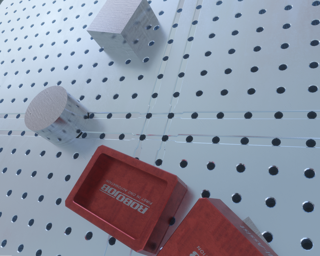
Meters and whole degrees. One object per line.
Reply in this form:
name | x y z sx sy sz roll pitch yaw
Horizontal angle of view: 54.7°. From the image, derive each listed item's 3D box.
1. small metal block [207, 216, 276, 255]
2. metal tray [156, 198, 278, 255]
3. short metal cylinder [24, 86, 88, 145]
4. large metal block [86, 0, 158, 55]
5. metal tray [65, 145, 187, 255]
small metal block | 0.080 0.121 0.291 0.050 0.025 0.050 -36 51 4
metal tray | 0.061 0.136 0.271 0.130 0.030 0.090 43 104 38
short metal cylinder | -0.163 -0.020 0.487 0.080 0.050 0.080 -13 56 21
large metal block | -0.065 -0.178 0.534 0.080 0.050 0.080 17 70 34
metal tray | -0.044 0.082 0.376 0.130 0.030 0.090 18 71 34
